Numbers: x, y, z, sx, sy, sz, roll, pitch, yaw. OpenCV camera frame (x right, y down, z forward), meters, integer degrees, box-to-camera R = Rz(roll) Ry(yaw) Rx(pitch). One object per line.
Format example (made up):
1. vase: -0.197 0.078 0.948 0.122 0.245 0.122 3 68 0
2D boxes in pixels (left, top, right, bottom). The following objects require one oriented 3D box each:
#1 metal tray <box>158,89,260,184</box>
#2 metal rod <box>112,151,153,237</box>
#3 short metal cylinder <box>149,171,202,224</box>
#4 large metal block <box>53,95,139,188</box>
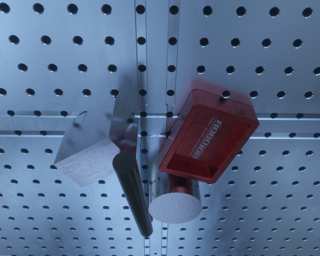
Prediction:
1. metal tray: 0.061 0.018 0.423 0.091 0.030 0.129 16 128 -13
2. metal rod: -0.031 0.112 0.447 0.025 0.025 0.299 -2 149 1
3. short metal cylinder: 0.023 0.106 0.486 0.081 0.050 0.079 0 130 0
4. large metal block: -0.076 0.017 0.389 0.080 0.080 0.050 -25 126 20
